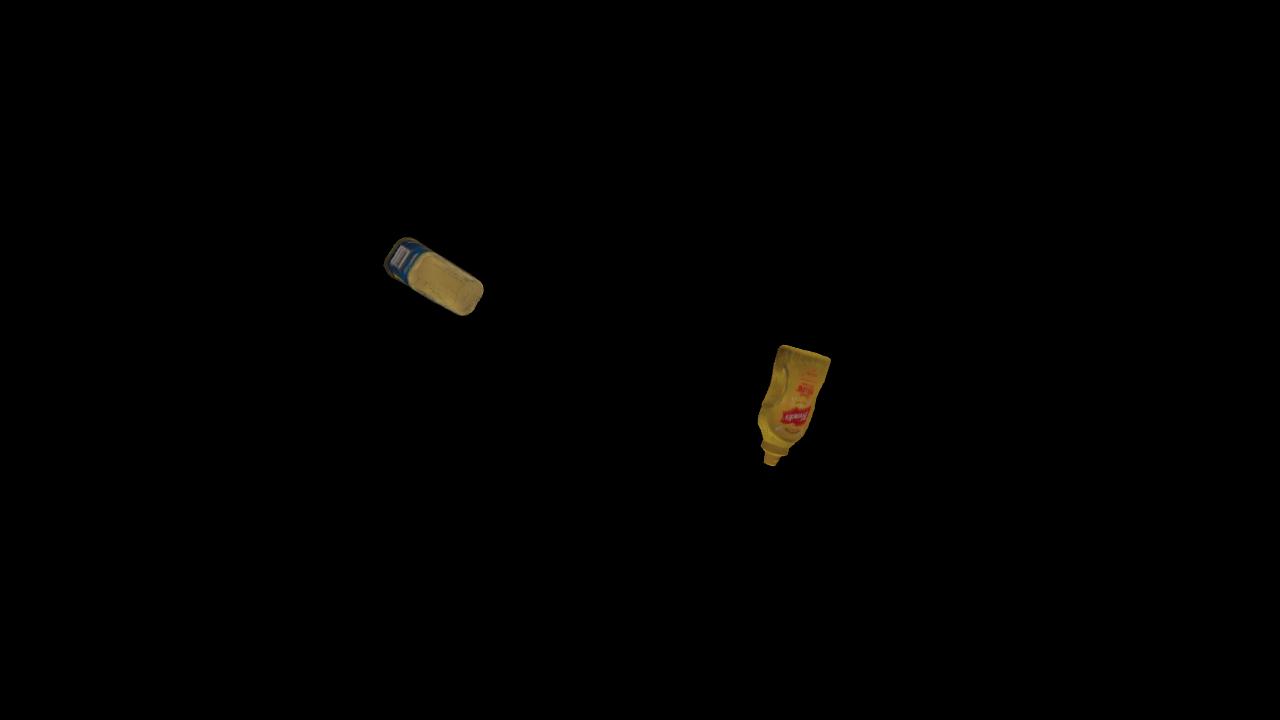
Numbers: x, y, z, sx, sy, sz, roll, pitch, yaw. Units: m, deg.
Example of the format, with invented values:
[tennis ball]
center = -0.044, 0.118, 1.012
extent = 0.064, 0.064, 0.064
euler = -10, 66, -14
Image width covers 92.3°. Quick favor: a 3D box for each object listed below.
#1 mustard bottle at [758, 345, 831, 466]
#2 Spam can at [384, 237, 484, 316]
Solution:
[mustard bottle]
center = 0.223, 0.074, 0.930
extent = 0.092, 0.184, 0.054
euler = 11, 10, -37
[Spam can]
center = -0.262, -0.105, 0.785
extent = 0.101, 0.058, 0.085
euler = 34, -3, -43
